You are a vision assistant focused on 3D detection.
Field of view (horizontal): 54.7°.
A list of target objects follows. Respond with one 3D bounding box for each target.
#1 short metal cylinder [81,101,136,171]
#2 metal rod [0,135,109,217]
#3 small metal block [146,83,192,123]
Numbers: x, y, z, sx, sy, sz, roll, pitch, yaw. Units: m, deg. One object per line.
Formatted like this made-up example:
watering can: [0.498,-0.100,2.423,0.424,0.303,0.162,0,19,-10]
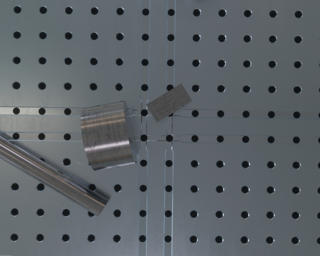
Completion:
short metal cylinder: [-0.061,0.009,0.385,0.050,0.080,0.080,-10,90,0]
metal rod: [-0.204,0.030,0.411,0.301,0.025,0.025,31,90,0]
small metal block: [0.011,-0.031,0.401,0.050,0.050,0.025,-32,90,0]
